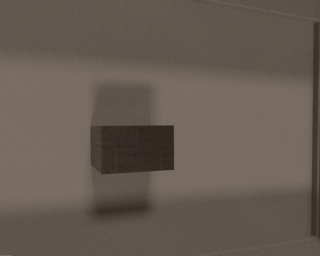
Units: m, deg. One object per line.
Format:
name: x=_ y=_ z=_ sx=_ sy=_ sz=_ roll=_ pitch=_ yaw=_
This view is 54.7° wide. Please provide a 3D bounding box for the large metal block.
large metal block: x=-0.036 y=0.022 z=0.369 sx=0.081 sy=0.080 sz=0.050 roll=-1 pitch=91 yaw=-20
